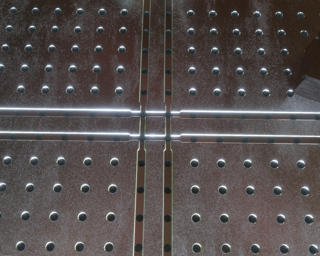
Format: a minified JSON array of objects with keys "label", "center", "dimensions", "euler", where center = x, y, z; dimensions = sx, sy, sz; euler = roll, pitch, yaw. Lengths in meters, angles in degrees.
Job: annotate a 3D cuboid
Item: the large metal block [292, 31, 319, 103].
[{"label":"large metal block","center":[0.243,-0.079,0.430],"dimensions":[0.080,0.050,0.080],"euler":[21,71,7]}]
